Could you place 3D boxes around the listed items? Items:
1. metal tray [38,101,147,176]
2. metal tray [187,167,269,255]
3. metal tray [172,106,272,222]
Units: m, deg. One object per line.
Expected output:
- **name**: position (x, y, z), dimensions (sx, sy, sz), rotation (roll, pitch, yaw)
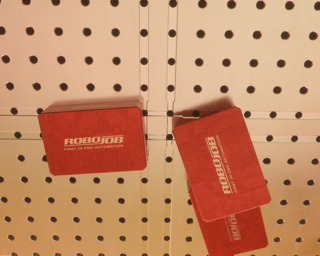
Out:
- **metal tray**: position (-0.086, 0.014, 0.415), dimensions (0.131, 0.030, 0.089), rotation (-4, 110, 1)
- **metal tray**: position (0.100, 0.126, 0.458), dimensions (0.090, 0.030, 0.129), rotation (-16, 109, 6)
- **metal tray**: position (0.079, 0.046, 0.406), dimensions (0.090, 0.030, 0.129), rotation (-19, 90, 6)
